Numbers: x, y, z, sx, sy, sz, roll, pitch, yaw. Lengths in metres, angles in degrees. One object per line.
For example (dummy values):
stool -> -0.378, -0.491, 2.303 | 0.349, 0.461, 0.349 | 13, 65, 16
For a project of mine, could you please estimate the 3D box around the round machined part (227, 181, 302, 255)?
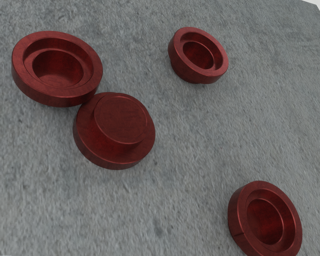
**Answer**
round machined part -> 0.125, 0.120, 0.390 | 0.099, 0.042, 0.098 | 14, 56, -21

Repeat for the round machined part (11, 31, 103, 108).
round machined part -> -0.121, -0.064, 0.366 | 0.099, 0.042, 0.098 | 13, 55, -19

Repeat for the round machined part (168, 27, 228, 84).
round machined part -> 0.056, -0.109, 0.492 | 0.099, 0.042, 0.098 | 14, 56, -21

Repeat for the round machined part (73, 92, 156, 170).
round machined part -> -0.050, -0.003, 0.369 | 0.099, 0.042, 0.098 | 14, 56, -21
